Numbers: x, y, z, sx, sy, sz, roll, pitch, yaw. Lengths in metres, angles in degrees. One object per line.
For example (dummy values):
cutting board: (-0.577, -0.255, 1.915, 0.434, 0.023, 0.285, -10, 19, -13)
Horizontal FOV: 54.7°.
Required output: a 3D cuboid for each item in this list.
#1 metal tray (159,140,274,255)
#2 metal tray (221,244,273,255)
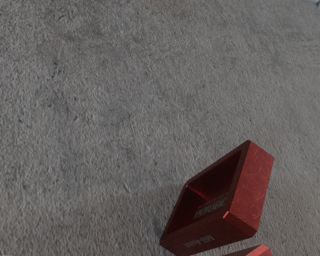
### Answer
metal tray: (0.054, 0.077, 0.320, 0.030, 0.129, 0.090, 35, 51, -6)
metal tray: (0.095, 0.188, 0.298, 0.030, 0.090, 0.130, -12, 68, -38)
